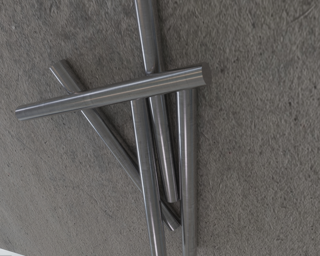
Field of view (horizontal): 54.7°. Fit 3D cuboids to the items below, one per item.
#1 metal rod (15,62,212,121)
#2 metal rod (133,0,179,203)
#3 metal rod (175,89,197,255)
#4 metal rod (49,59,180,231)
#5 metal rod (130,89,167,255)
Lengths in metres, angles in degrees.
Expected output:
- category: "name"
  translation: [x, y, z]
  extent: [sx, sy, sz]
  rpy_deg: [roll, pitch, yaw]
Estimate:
- category: "metal rod"
  translation: [-0.080, -0.038, 0.391]
  extent: [0.300, 0.025, 0.025]
  rpy_deg: [-7, 115, 31]
- category: "metal rod"
  translation: [-0.001, -0.028, 0.389]
  extent: [0.025, 0.025, 0.298]
  rpy_deg: [6, 121, 25]
- category: "metal rod"
  translation: [0.039, 0.075, 0.432]
  extent: [0.025, 0.025, 0.298]
  rpy_deg: [10, 123, 23]
- category: "metal rod"
  translation: [-0.059, 0.033, 0.458]
  extent: [0.025, 0.025, 0.299]
  rpy_deg: [-25, 105, 37]
- category: "metal rod"
  translation: [-0.014, 0.083, 0.440]
  extent: [0.025, 0.025, 0.298]
  rpy_deg: [4, 113, 26]
